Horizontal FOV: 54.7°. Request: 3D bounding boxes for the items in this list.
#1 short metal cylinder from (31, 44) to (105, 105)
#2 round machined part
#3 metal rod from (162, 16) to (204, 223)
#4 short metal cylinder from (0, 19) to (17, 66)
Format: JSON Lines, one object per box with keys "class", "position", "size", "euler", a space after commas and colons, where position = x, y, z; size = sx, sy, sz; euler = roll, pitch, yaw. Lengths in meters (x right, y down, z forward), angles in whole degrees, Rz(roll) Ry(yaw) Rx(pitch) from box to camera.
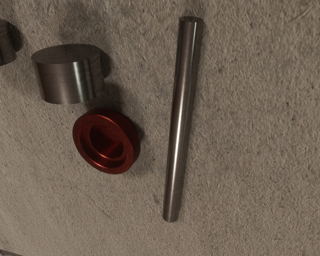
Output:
{"class": "short metal cylinder", "position": [-0.112, -0.069, 0.386], "size": [0.080, 0.080, 0.050], "euler": [12, 123, 21]}
{"class": "round machined part", "position": [-0.071, 0.014, 0.440], "size": [0.098, 0.042, 0.097], "euler": [13, 124, 20]}
{"class": "metal rod", "position": [0.024, 0.012, 0.400], "size": [0.025, 0.025, 0.298], "euler": [16, 125, 18]}
{"class": "short metal cylinder", "position": [-0.247, -0.116, 0.427], "size": [0.080, 0.080, 0.050], "euler": [11, 123, 22]}
